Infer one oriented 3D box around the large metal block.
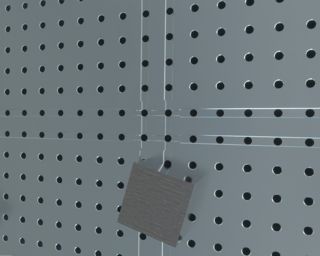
[{"bbox_3d":[0.001,0.092,0.398,0.080,0.050,0.080,17,96,18],"label":"large metal block"}]
